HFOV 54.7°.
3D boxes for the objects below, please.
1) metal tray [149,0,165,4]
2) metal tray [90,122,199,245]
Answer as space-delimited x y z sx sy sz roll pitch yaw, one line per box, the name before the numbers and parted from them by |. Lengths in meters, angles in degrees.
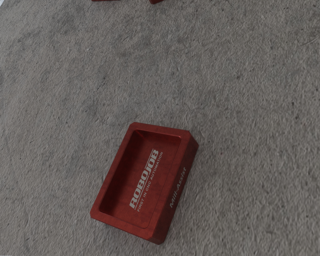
metal tray | 0.037 -0.283 0.555 0.130 0.030 0.090 -13 56 20
metal tray | -0.017 0.060 0.372 0.090 0.030 0.130 10 66 32
